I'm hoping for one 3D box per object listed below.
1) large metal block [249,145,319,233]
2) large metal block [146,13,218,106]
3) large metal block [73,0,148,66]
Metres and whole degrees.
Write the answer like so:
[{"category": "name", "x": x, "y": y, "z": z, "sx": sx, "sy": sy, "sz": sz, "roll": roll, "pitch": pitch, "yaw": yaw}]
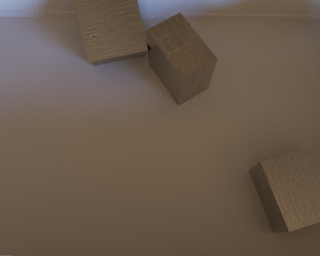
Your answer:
[{"category": "large metal block", "x": 0.165, "y": 0.073, "z": 0.371, "sx": 0.081, "sy": 0.050, "sz": 0.080, "roll": -15, "pitch": 71, "yaw": -6}, {"category": "large metal block", "x": 0.026, "y": -0.088, "z": 0.413, "sx": 0.050, "sy": 0.080, "sz": 0.080, "roll": -31, "pitch": 73, "yaw": -11}, {"category": "large metal block", "x": -0.065, "y": -0.136, "z": 0.428, "sx": 0.080, "sy": 0.050, "sz": 0.080, "roll": -12, "pitch": 97, "yaw": -3}]
